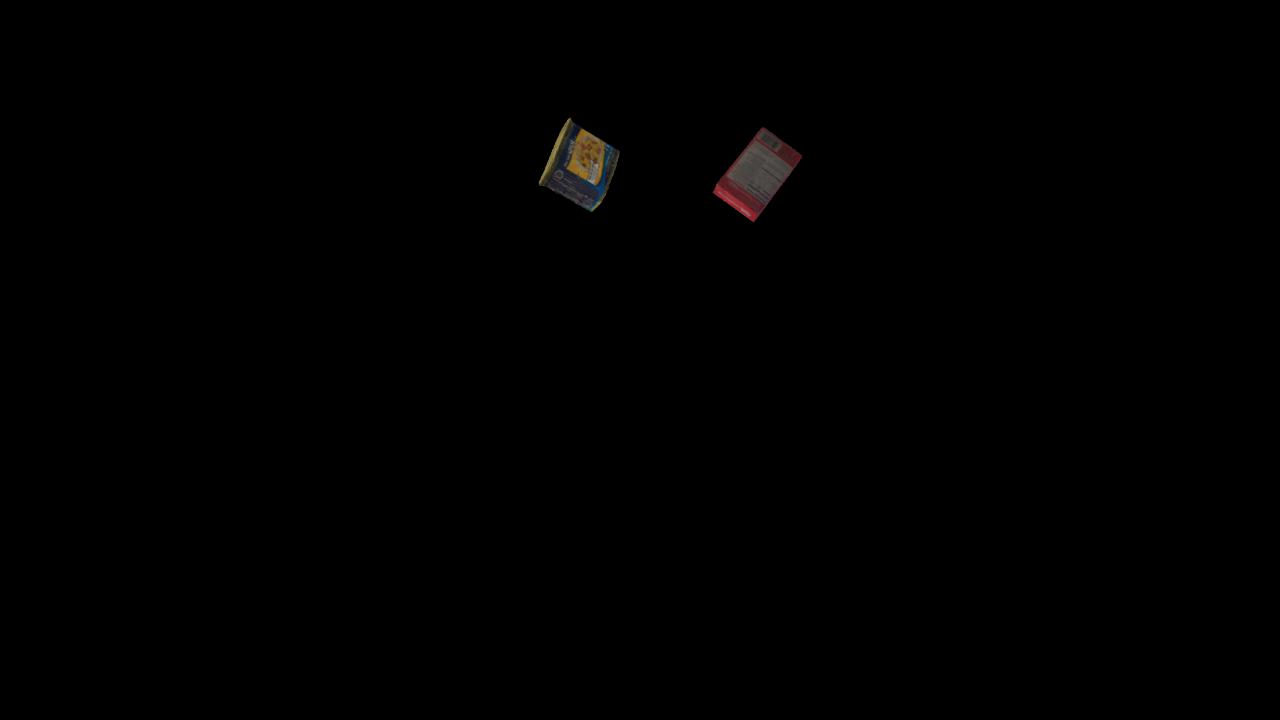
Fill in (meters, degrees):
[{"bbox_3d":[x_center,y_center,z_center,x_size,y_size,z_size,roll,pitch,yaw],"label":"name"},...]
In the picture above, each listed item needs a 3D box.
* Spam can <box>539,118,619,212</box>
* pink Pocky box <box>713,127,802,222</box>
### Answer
[{"bbox_3d":[-0.083,-0.271,0.862,0.085,0.101,0.058,25,-26,-20],"label":"Spam can"},{"bbox_3d":[0.192,-0.303,1.002,0.084,0.155,0.029,36,-24,1],"label":"pink Pocky box"}]
